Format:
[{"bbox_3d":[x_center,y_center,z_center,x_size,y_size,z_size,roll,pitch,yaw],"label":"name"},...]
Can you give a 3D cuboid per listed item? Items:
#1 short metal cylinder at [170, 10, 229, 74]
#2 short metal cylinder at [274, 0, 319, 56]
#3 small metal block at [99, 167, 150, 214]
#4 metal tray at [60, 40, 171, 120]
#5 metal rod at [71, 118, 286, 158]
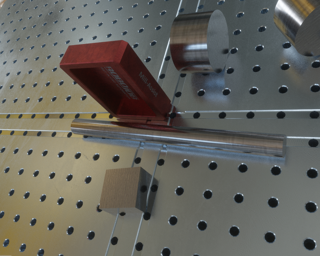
[{"bbox_3d":[0.055,-0.113,0.414,0.050,0.080,0.080,5,64,30],"label":"short metal cylinder"},{"bbox_3d":[0.182,-0.131,0.358,0.080,0.080,0.050,-27,53,11],"label":"short metal cylinder"},{"bbox_3d":[-0.043,0.078,0.384,0.050,0.025,0.050,-8,58,24],"label":"small metal block"},{"bbox_3d":[-0.053,-0.056,0.403,0.090,0.130,0.030,3,64,30],"label":"metal tray"},{"bbox_3d":[0.002,0.008,0.402,0.300,0.025,0.025,5,64,30],"label":"metal rod"}]
